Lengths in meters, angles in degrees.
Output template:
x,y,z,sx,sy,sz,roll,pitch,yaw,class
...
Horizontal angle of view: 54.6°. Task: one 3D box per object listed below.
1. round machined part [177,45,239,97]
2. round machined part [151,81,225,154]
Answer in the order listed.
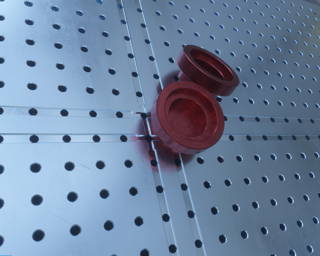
x,y,z,sx,sy,sz,roll,pitch,yaw,class
0.067,-0.079,0.469,0.098,0.042,0.098,23,34,-17,round machined part
0.034,-0.011,0.416,0.099,0.042,0.098,10,64,-20,round machined part
